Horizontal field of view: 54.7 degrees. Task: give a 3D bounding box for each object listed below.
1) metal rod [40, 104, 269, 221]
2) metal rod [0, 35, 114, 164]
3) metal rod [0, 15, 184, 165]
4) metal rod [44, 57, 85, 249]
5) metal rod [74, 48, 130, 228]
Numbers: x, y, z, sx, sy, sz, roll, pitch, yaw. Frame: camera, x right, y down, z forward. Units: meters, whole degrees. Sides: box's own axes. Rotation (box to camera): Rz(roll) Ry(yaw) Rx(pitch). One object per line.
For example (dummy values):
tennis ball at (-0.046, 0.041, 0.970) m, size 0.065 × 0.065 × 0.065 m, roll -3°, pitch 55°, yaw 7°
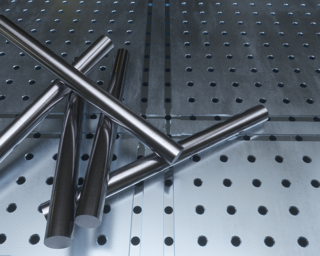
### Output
metal rod at (0.009, 0.035, 0.377) m, size 0.302 × 0.025 × 0.025 m, roll -23°, pitch 54°, yaw -19°
metal rod at (-0.159, -0.015, 0.388) m, size 0.025 × 0.025 × 0.301 m, roll 27°, pitch 64°, yaw 20°
metal rod at (-0.098, -0.054, 0.383) m, size 0.300 × 0.025 × 0.025 m, roll 36°, pitch 58°, yaw 13°
metal rod at (-0.109, 0.000, 0.385) m, size 0.025 × 0.025 × 0.300 m, roll -5°, pitch 44°, yaw -5°
metal rod at (-0.064, -0.016, 0.399) m, size 0.025 × 0.025 × 0.300 m, roll 1°, pitch 44°, yaw 1°
